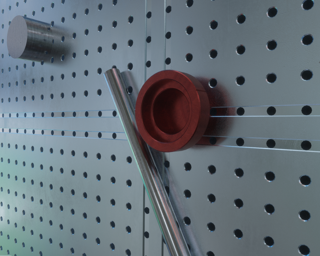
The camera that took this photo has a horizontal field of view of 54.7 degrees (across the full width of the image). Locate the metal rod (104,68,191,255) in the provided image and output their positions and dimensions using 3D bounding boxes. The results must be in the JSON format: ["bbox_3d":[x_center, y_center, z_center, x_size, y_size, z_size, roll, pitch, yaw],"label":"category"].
[{"bbox_3d":[-0.019,0.049,0.422,0.025,0.025,0.299,-34,69,34],"label":"metal rod"}]

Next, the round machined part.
[{"bbox_3d":[0.019,-0.020,0.381,0.098,0.042,0.097,0,90,39],"label":"round machined part"}]

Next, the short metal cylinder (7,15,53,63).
[{"bbox_3d":[-0.251,-0.170,0.596,0.080,0.050,0.079,0,90,39],"label":"short metal cylinder"}]
